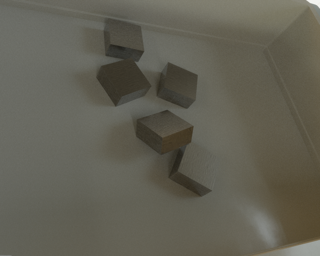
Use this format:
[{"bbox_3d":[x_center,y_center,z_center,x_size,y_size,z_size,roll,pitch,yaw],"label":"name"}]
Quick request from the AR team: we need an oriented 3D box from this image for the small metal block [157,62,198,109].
[{"bbox_3d":[0.026,-0.063,0.458,0.050,0.025,0.050,20,54,-16],"label":"small metal block"}]

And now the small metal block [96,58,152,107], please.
[{"bbox_3d":[-0.049,-0.062,0.417,0.050,0.025,0.050,-26,76,-37],"label":"small metal block"}]

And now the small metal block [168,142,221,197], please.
[{"bbox_3d":[0.045,0.052,0.398,0.050,0.025,0.050,31,52,-9],"label":"small metal block"}]

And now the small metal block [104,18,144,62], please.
[{"bbox_3d":[-0.053,-0.129,0.455,0.050,0.025,0.050,6,59,-25],"label":"small metal block"}]

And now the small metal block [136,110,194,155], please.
[{"bbox_3d":[0.005,0.004,0.391,0.050,0.025,0.050,-20,39,-35],"label":"small metal block"}]
